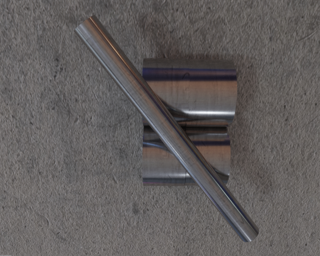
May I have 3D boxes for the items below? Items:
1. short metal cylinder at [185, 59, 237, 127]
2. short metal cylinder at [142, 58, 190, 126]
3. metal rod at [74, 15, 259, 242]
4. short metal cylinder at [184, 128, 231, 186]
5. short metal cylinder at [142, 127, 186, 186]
[{"bbox_3d":[0.056,-0.041,0.367,0.050,0.080,0.079,1,110,0],"label":"short metal cylinder"},{"bbox_3d":[0.006,-0.042,0.366,0.050,0.080,0.079,1,110,0],"label":"short metal cylinder"},{"bbox_3d":[0.019,0.015,0.331,0.025,0.025,0.300,-35,107,12],"label":"metal rod"},{"bbox_3d":[0.056,0.033,0.395,0.050,0.080,0.079,1,110,0],"label":"short metal cylinder"},{"bbox_3d":[0.005,0.034,0.394,0.050,0.080,0.079,1,110,0],"label":"short metal cylinder"}]
